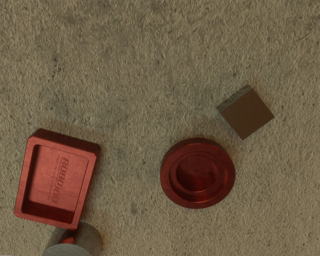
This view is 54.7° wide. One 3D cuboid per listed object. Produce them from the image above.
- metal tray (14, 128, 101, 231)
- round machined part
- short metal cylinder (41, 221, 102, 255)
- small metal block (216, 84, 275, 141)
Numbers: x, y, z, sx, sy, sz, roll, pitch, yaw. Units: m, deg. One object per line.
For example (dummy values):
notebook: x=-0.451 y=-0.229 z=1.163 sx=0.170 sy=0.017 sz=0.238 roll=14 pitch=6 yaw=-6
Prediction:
metal tray: x=-0.143 y=0.074 z=0.432 sx=0.091 sy=0.030 sz=0.129 roll=17 pitch=109 yaw=-7
round machined part: x=0.049 y=0.058 z=0.423 sx=0.099 sy=0.042 sz=0.097 roll=0 pitch=110 yaw=-1
short metal cylinder: x=-0.131 y=0.188 z=0.464 sx=0.081 sy=0.050 sz=0.079 roll=0 pitch=110 yaw=-1
small metal block: x=0.111 y=-0.021 z=0.404 sx=0.050 sy=0.025 sz=0.050 roll=-39 pitch=106 yaw=12
